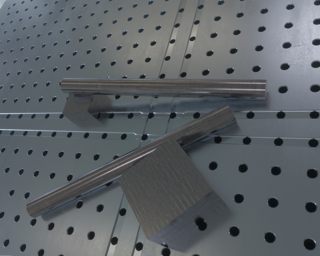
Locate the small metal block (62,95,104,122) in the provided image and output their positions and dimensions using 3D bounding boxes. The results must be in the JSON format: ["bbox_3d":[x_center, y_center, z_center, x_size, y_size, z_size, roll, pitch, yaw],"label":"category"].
[{"bbox_3d":[-0.122,-0.039,0.497,0.050,0.025,0.050,-4,60,26],"label":"small metal block"}]

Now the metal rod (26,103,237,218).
[{"bbox_3d":[-0.045,0.047,0.402,0.300,0.025,0.025,-27,53,11],"label":"metal rod"}]

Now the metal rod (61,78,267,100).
[{"bbox_3d":[-0.011,-0.056,0.429,0.301,0.025,0.025,4,64,23],"label":"metal rod"}]

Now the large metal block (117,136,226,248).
[{"bbox_3d":[0.012,0.070,0.343,0.080,0.050,0.080,-38,51,3],"label":"large metal block"}]
